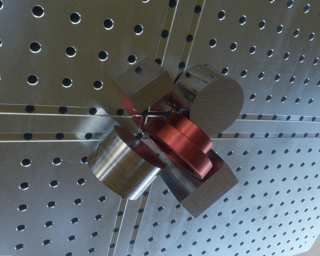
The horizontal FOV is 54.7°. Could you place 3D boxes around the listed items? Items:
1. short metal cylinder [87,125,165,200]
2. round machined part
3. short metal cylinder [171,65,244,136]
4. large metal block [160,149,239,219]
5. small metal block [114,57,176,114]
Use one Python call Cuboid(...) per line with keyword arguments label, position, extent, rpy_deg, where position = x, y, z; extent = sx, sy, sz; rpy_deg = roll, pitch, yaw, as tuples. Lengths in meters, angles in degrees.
Cuboid(label="short metal cylinder", position=(-0.041, 0.041, 0.379), extent=(0.050, 0.080, 0.080), rpy_deg=(-50, 129, 6))
Cuboid(label="round machined part", position=(0.027, 0.017, 0.392), extent=(0.042, 0.098, 0.098), rpy_deg=(-50, 130, -9))
Cuboid(label="short metal cylinder", position=(0.062, -0.036, 0.408), extent=(0.081, 0.050, 0.079), rpy_deg=(-14, 125, -21))
Cuboid(label="large metal block", position=(0.051, 0.067, 0.448), extent=(0.080, 0.080, 0.050), rpy_deg=(-40, 130, -2))
Cuboid(label="small metal block", position=(-0.018, -0.050, 0.355), extent=(0.050, 0.050, 0.025), rpy_deg=(-36, 130, -5))
